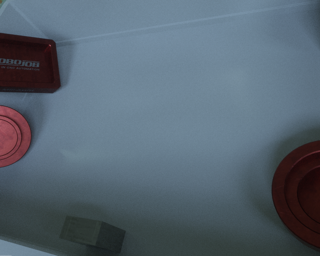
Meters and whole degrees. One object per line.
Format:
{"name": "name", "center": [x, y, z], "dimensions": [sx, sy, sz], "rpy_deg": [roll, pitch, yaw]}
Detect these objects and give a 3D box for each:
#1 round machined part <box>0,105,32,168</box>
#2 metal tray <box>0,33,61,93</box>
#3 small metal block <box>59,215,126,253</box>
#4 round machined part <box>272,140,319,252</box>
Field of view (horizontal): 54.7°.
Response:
{"name": "round machined part", "center": [-0.250, 0.013, 0.475], "dimensions": [0.098, 0.098, 0.042], "rpy_deg": [-57, 24, -12]}
{"name": "metal tray", "center": [-0.237, -0.106, 0.509], "dimensions": [0.030, 0.131, 0.090], "rpy_deg": [-19, 77, 51]}
{"name": "small metal block", "center": [-0.076, 0.122, 0.353], "dimensions": [0.050, 0.050, 0.025], "rpy_deg": [-1, 62, 27]}
{"name": "round machined part", "center": [0.154, 0.062, 0.276], "dimensions": [0.098, 0.042, 0.098], "rpy_deg": [-13, 56, 20]}
